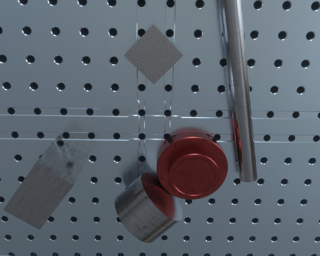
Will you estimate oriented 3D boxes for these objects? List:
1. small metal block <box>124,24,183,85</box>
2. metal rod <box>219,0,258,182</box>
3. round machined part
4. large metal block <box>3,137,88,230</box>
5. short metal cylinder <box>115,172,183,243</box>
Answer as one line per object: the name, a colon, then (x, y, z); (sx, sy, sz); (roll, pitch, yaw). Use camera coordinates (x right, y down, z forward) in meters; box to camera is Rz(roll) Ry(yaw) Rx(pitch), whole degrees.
small metal block: (-0.008, -0.091, 0.380); (0.050, 0.025, 0.050); (-43, 105, 14)
metal rod: (0.098, -0.066, 0.390); (0.025, 0.025, 0.298); (-10, 110, 3)
round machined part: (0.045, 0.058, 0.426); (0.099, 0.042, 0.097); (0, 110, -1)
large metal block: (-0.146, 0.070, 0.408); (0.050, 0.080, 0.080); (35, 106, -12)
short metal cylinder: (-0.015, 0.107, 0.423); (0.050, 0.080, 0.080); (-43, 105, 14)
